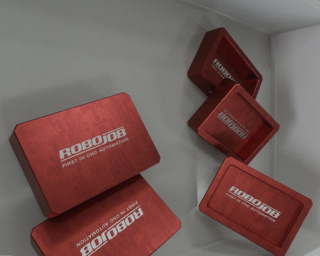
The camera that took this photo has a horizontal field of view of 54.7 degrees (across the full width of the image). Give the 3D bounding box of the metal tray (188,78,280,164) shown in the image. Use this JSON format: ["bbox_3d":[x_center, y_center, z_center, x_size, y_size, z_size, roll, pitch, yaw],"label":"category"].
[{"bbox_3d":[0.116,-0.004,0.473,0.130,0.030,0.090,35,97,-35],"label":"metal tray"}]

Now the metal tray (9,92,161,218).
[{"bbox_3d":[-0.072,0.022,0.323,0.131,0.030,0.090,-23,84,-38],"label":"metal tray"}]

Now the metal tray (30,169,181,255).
[{"bbox_3d":[-0.053,0.110,0.326,0.131,0.030,0.090,-30,70,-36],"label":"metal tray"}]

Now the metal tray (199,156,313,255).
[{"bbox_3d":[0.133,0.109,0.443,0.090,0.130,0.030,-61,168,0],"label":"metal tray"}]

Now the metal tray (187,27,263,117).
[{"bbox_3d":[0.108,-0.082,0.493,0.130,0.030,0.090,38,67,-33],"label":"metal tray"}]
